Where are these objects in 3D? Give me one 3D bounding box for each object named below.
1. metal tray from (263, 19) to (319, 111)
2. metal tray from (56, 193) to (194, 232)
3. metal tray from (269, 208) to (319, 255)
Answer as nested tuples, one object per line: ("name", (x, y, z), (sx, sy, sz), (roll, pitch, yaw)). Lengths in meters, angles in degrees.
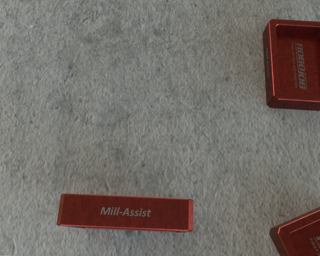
("metal tray", (0.199, -0.091, 0.441), (0.091, 0.030, 0.130), (4, 70, 1))
("metal tray", (-0.033, 0.095, 0.338), (0.131, 0.090, 0.030), (2, 70, 0))
("metal tray", (0.197, 0.160, 0.349), (0.091, 0.030, 0.130), (-20, 71, -8))
